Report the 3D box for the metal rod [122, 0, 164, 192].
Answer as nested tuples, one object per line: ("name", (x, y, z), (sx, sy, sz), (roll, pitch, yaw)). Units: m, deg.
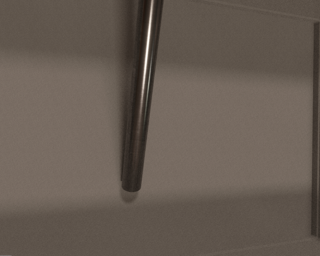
("metal rod", (-0.018, -0.059, 0.339), (0.025, 0.025, 0.298), (-2, 116, -20))
